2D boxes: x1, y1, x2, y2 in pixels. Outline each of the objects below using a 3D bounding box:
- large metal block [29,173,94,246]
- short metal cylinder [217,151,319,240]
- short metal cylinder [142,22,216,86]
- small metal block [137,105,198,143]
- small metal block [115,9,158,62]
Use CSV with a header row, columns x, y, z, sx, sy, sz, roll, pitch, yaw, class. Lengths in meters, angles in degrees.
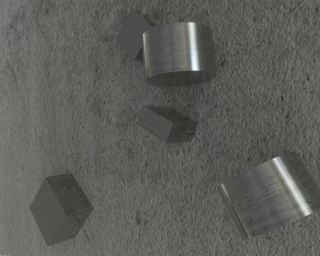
x,y,z,sx,sy,sz,roll,pitch,yaw,class
-0.169,0.136,0.525,0.080,0.050,0.080,49,119,28,large metal block
0.101,0.062,0.285,0.080,0.081,0.050,-37,68,33,short metal cylinder
0.021,-0.080,0.350,0.080,0.081,0.050,-7,86,39,short metal cylinder
0.010,-0.005,0.379,0.050,0.050,0.025,32,110,35,small metal block
-0.028,-0.126,0.426,0.050,0.025,0.050,49,118,28,small metal block
